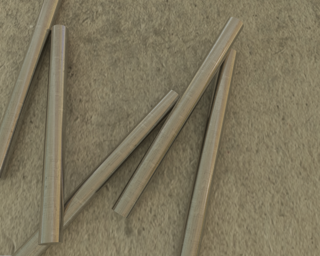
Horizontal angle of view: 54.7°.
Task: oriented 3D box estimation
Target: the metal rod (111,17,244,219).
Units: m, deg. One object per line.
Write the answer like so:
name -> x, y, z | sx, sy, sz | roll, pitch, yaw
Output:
metal rod -> 0.029, -0.022, 0.403 | 0.025, 0.025, 0.300 | 30, 77, 10

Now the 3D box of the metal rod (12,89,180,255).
metal rod -> -0.077, 0.063, 0.384 | 0.025, 0.025, 0.301 | 39, 74, 12

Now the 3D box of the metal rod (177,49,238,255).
metal rod -> 0.064, 0.028, 0.398 | 0.025, 0.025, 0.299 | 13, 70, 4

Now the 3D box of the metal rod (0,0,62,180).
metal rod -> -0.184, -0.077, 0.434 | 0.025, 0.025, 0.299 | 8, 70, 2

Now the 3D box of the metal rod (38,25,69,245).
metal rod -> -0.133, -0.010, 0.395 | 0.025, 0.025, 0.299 | -6, 64, -2
